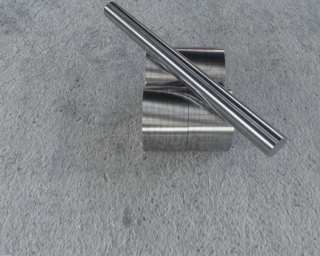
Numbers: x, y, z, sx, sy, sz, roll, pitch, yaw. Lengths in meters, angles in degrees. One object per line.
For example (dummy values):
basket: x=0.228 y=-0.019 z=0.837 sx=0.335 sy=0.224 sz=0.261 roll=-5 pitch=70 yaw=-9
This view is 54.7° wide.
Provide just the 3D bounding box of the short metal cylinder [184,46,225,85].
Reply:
short metal cylinder: x=0.058 y=-0.072 z=0.430 sx=0.050 sy=0.080 sz=0.080 roll=1 pitch=50 yaw=0

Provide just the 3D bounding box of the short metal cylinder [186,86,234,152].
short metal cylinder: x=0.057 y=-0.011 z=0.379 sx=0.050 sy=0.080 sz=0.080 roll=1 pitch=50 yaw=0

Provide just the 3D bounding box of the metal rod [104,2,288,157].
metal rod: x=0.020 y=-0.075 z=0.364 sx=0.025 sy=0.025 sz=0.300 roll=-29 pitch=56 yaw=-22

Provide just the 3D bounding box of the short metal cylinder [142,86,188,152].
short metal cylinder: x=0.006 y=-0.011 z=0.378 sx=0.050 sy=0.080 sz=0.080 roll=1 pitch=50 yaw=0

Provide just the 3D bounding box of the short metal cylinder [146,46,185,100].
short metal cylinder: x=0.007 y=-0.073 z=0.430 sx=0.050 sy=0.080 sz=0.080 roll=1 pitch=50 yaw=0
